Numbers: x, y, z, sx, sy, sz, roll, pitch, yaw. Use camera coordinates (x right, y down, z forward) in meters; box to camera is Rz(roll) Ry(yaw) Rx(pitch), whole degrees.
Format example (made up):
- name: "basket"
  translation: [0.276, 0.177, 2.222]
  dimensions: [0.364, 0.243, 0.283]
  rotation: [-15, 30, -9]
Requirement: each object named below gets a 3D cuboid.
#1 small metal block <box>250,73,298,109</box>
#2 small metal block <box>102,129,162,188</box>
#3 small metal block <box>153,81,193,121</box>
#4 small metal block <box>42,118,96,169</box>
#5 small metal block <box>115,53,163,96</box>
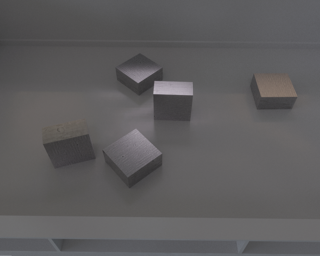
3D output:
- name: "small metal block"
  translation: [0.164, -0.054, 0.451]
  dimensions: [0.050, 0.025, 0.050]
  rotation: [0, 50, -1]
- name: "small metal block"
  translation: [-0.033, 0.036, 0.375]
  dimensions: [0.050, 0.025, 0.050]
  rotation: [-33, 58, -25]
- name: "small metal block"
  translation: [0.017, -0.036, 0.419]
  dimensions: [0.050, 0.050, 0.025]
  rotation: [2, 50, 1]
- name: "small metal block"
  translation: [-0.108, 0.019, 0.372]
  dimensions: [0.050, 0.050, 0.025]
  rotation: [-13, 51, -11]
- name: "small metal block"
  translation: [-0.031, -0.083, 0.475]
  dimensions: [0.050, 0.025, 0.050]
  rotation: [37, 59, 27]
